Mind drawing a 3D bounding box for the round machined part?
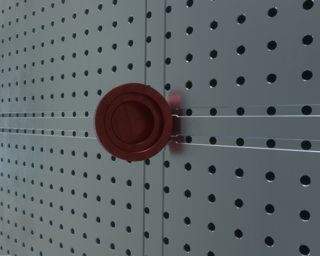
[{"bbox_3d":[-0.037,-0.007,0.402,0.042,0.099,0.097,173,95,-71],"label":"round machined part"}]
